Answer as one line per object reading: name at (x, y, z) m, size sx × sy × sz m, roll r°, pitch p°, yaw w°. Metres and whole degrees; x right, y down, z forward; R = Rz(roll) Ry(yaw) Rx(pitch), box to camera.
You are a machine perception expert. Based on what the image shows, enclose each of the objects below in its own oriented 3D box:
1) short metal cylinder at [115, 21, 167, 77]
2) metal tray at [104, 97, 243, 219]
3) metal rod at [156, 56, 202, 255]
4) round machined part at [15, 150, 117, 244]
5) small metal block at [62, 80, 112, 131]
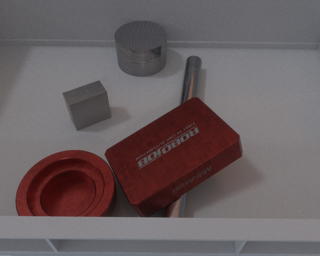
short metal cylinder at (-0.029, -0.127, 0.495) m, size 0.081 × 0.050 × 0.080 m, roll 0°, pitch 50°, yaw 0°
metal tray at (0.013, 0.028, 0.347) m, size 0.131 × 0.030 × 0.090 m, roll -32°, pitch 45°, yaw -7°
metal rod at (0.031, 0.008, 0.398) m, size 0.025 × 0.025 × 0.300 m, roll 7°, pitch 50°, yaw 5°
round machined part at (-0.095, 0.075, 0.330) m, size 0.099 × 0.042 × 0.098 m, roll 0°, pitch 50°, yaw 0°
small metal block at (-0.096, -0.029, 0.412) m, size 0.050 × 0.050 × 0.025 m, roll -23°, pitch 54°, yaw -19°
